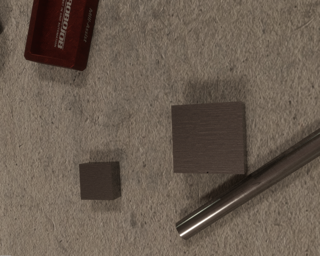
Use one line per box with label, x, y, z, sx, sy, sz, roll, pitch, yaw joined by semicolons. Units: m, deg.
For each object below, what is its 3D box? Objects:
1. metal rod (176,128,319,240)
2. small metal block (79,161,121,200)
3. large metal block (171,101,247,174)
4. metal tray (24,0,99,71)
metal rod;0.142;0.044;0.358;0.300;0.025;0.025;-38;78;15
small metal block;-0.084;0.074;0.437;0.050;0.025;0.050;-4;89;19
large metal block;0.061;0.012;0.374;0.080;0.050;0.079;-2;89;19
metal tray;-0.144;-0.156;0.455;0.090;0.030;0.129;13;94;19
